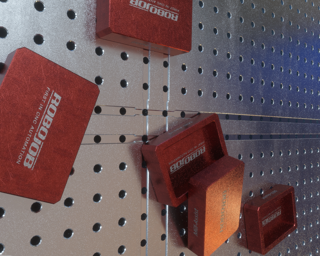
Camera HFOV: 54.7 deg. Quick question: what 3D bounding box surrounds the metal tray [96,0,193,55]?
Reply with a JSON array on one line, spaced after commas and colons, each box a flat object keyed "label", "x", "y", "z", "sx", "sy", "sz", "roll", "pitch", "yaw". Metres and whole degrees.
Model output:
[{"label": "metal tray", "x": -0.015, "y": -0.150, "z": 0.395, "sx": 0.131, "sy": 0.030, "sz": 0.089, "roll": 2, "pitch": 89, "yaw": -40}]

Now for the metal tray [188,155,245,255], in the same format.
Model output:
[{"label": "metal tray", "x": 0.081, "y": 0.114, "z": 0.451, "sx": 0.091, "sy": 0.030, "sz": 0.129, "roll": -25, "pitch": 124, "yaw": -38}]

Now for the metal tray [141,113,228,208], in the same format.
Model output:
[{"label": "metal tray", "x": 0.042, "y": 0.041, "z": 0.443, "sx": 0.131, "sy": 0.030, "sz": 0.089, "roll": -28, "pitch": 108, "yaw": -37}]

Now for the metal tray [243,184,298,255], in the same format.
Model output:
[{"label": "metal tray", "x": 0.213, "y": 0.169, "z": 0.588, "sx": 0.131, "sy": 0.030, "sz": 0.089, "roll": -14, "pitch": 99, "yaw": -39}]

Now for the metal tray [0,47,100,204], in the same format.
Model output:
[{"label": "metal tray", "x": -0.123, "y": 0.000, "z": 0.304, "sx": 0.090, "sy": 0.030, "sz": 0.130, "roll": 27, "pitch": 73, "yaw": -37}]
